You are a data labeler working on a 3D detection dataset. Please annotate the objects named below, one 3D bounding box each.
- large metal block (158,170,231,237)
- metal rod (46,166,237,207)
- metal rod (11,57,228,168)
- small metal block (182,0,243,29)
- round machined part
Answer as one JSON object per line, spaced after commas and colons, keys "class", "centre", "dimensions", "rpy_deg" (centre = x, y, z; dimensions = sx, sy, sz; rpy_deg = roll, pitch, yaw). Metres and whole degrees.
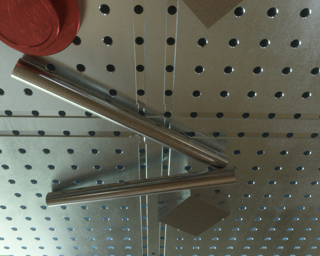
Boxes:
{"class": "large metal block", "centre": [0.053, 0.124, 0.502], "dimensions": [0.080, 0.050, 0.080], "rpy_deg": [29, 124, -23]}
{"class": "metal rod", "centre": [-0.037, 0.092, 0.471], "dimensions": [0.301, 0.025, 0.025], "rpy_deg": [-10, 130, 15]}
{"class": "metal rod", "centre": [-0.035, -0.008, 0.403], "dimensions": [0.302, 0.025, 0.025], "rpy_deg": [25, 126, -21]}
{"class": "small metal block", "centre": [0.049, -0.134, 0.298], "dimensions": [0.050, 0.025, 0.050], "rpy_deg": [-36, 122, 26]}
{"class": "round machined part", "centre": [-0.128, -0.114, 0.302], "dimensions": [0.099, 0.042, 0.097], "rpy_deg": [-1, 130, 0]}
